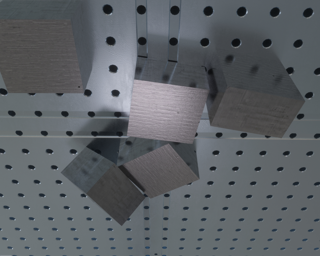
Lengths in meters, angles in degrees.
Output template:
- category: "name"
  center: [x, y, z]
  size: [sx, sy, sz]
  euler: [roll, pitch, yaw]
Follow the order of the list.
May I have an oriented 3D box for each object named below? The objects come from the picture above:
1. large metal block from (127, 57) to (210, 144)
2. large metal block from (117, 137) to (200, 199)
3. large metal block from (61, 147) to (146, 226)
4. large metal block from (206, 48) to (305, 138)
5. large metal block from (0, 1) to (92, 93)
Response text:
- category: "large metal block"
  center: [0.007, -0.031, 0.368]
  size: [0.080, 0.050, 0.079]
  euler: [7, 130, -6]
- category: "large metal block"
  center: [-0.001, 0.045, 0.433]
  size: [0.080, 0.050, 0.080]
  euler: [-26, 126, 20]
- category: "large metal block"
  center: [-0.080, 0.080, 0.435]
  size: [0.050, 0.080, 0.080]
  euler: [-49, 127, -19]
- category: "large metal block"
  center: [0.097, -0.040, 0.342]
  size: [0.080, 0.080, 0.050]
  euler: [10, 130, -8]
- category: "large metal block"
  center: [-0.121, -0.083, 0.323]
  size: [0.080, 0.050, 0.080]
  euler: [0, 130, 0]
